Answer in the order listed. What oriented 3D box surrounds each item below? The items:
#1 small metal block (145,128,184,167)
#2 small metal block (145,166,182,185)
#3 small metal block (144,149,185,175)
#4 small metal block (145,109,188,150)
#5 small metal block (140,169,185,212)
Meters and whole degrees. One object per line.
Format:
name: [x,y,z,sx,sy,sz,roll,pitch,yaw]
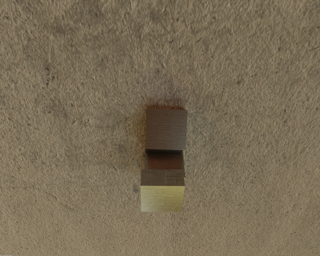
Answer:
small metal block: [0.005,0.028,0.433,0.050,0.025,0.050,2,130,-2]
small metal block: [0.004,0.069,0.451,0.050,0.025,0.050,2,171,-2]
small metal block: [0.005,0.053,0.404,0.050,0.050,0.025,2,130,-2]
small metal block: [0.008,0.001,0.394,0.050,0.025,0.050,2,94,-2]
small metal block: [0.003,0.076,0.375,0.050,0.025,0.050,1,130,-1]
